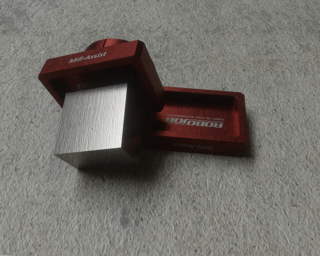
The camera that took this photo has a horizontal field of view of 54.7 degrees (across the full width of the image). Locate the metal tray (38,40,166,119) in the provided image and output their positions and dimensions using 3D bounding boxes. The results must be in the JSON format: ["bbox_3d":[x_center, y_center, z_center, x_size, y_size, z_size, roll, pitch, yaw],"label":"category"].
[{"bbox_3d":[-0.068,-0.052,0.383,0.130,0.090,0.030,-7,49,18],"label":"metal tray"}]

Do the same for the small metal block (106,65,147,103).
[{"bbox_3d":[-0.049,-0.066,0.460,0.050,0.025,0.050,5,50,4],"label":"small metal block"}]

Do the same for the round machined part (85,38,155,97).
[{"bbox_3d":[-0.054,-0.077,0.407,0.099,0.097,0.042,5,50,3],"label":"round machined part"}]

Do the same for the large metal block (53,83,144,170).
[{"bbox_3d":[-0.068,0.000,0.363,0.080,0.050,0.080,-7,61,17],"label":"large metal block"}]

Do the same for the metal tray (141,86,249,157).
[{"bbox_3d":[0.046,-0.011,0.411,0.131,0.030,0.090,5,50,3],"label":"metal tray"}]
